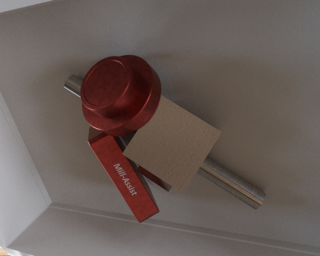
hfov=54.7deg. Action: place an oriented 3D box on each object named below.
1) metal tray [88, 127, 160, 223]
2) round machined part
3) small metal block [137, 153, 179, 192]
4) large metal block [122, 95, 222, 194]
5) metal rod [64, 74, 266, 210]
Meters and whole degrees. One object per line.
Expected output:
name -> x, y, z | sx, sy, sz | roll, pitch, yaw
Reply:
metal tray -> -0.051, 0.055, 0.426 | 0.030, 0.090, 0.130 | -30, 106, -4
round machined part -> -0.052, -0.043, 0.356 | 0.098, 0.098, 0.042 | -2, 158, 28
small metal block -> 0.005, 0.049, 0.417 | 0.050, 0.050, 0.025 | 33, 129, 6
large metal block -> 0.015, 0.020, 0.368 | 0.080, 0.050, 0.080 | 32, 86, 7
metal rod -> 0.002, 0.015, 0.414 | 0.301, 0.025, 0.025 | 32, 128, 7
